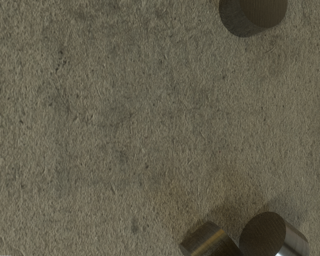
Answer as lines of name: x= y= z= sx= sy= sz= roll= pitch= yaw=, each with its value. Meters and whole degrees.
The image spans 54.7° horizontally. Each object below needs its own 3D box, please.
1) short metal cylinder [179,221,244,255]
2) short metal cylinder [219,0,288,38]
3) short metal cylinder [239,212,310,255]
short metal cylinder: x=0.069 y=0.170 z=0.406 sx=0.050 sy=0.080 sz=0.080 roll=-34 pitch=101 yaw=-17
short metal cylinder: x=0.133 y=-0.176 z=0.444 sx=0.081 sy=0.050 sz=0.080 roll=0 pitch=90 yaw=-20
short metal cylinder: x=0.160 y=0.167 z=0.439 sx=0.050 sy=0.080 sz=0.080 roll=39 pitch=78 yaw=-16
